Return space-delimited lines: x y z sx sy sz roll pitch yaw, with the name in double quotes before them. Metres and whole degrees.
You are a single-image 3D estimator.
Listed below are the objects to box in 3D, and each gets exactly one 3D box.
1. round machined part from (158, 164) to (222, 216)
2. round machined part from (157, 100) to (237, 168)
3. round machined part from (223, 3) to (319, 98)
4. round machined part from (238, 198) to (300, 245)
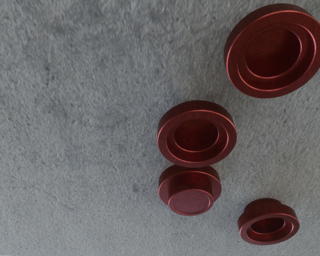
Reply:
"round machined part" 0.047 0.101 0.483 0.099 0.042 0.097 -1 130 0
"round machined part" 0.046 0.003 0.400 0.099 0.042 0.097 -1 130 0
"round machined part" 0.117 -0.083 0.328 0.099 0.042 0.097 -1 130 0
"round machined part" 0.183 0.158 0.534 0.099 0.042 0.097 -1 130 0
